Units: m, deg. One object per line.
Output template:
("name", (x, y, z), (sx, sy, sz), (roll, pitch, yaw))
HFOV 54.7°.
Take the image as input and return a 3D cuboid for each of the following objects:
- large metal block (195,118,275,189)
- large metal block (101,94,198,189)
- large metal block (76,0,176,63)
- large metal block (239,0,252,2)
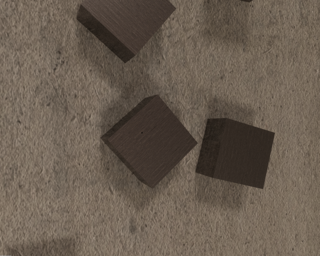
("large metal block", (0.105, 0.035, 0.436), (0.081, 0.050, 0.080), (15, 85, -20))
("large metal block", (-0.014, 0.016, 0.391), (0.080, 0.050, 0.080), (-44, 104, -15))
("large metal block", (-0.042, -0.141, 0.381), (0.080, 0.050, 0.080), (42, 77, -16))
("large metal block", (0.114, -0.219, 0.423), (0.081, 0.080, 0.050), (3, 89, -20))
